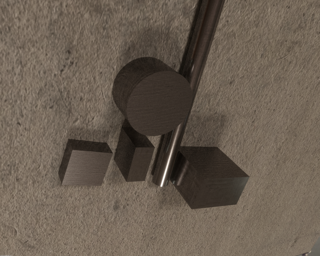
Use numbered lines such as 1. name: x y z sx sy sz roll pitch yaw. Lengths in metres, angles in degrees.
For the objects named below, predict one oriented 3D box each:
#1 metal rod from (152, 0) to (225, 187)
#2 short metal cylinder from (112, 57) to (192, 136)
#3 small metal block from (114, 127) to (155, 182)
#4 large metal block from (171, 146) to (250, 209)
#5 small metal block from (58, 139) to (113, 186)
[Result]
1. metal rod: 0.036 -0.052 0.395 0.025 0.025 0.298 0 118 -29
2. short metal cylinder: -0.009 -0.037 0.364 0.081 0.050 0.079 -14 125 -21
3. small metal block: -0.034 0.033 0.394 0.025 0.050 0.050 2 117 -30
4. large metal block: 0.067 0.069 0.453 0.081 0.080 0.050 3 117 -30
5. small metal block: -0.093 0.044 0.384 0.050 0.025 0.050 9 114 -33
